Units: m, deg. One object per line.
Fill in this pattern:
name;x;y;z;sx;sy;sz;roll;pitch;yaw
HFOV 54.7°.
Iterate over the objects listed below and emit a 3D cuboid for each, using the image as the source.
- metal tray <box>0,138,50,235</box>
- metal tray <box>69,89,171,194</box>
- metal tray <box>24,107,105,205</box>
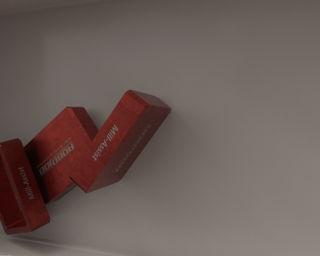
metal tray;-0.218;0.089;0.459;0.090;0.030;0.129;-21;89;40
metal tray;-0.046;0.017;0.391;0.030;0.090;0.129;39;102;15
metal tray;-0.141;0.040;0.449;0.130;0.030;0.090;-38;78;21
